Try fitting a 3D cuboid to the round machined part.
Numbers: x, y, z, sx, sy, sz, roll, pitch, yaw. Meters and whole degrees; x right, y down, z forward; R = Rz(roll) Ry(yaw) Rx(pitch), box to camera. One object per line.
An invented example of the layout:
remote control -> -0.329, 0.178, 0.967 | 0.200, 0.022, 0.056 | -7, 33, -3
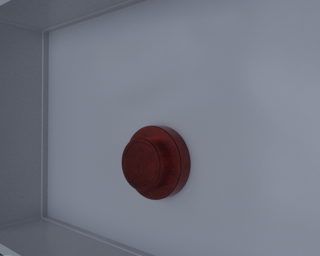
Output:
round machined part -> -0.012, 0.046, 0.407 | 0.098, 0.042, 0.097 | 0, 90, 40
